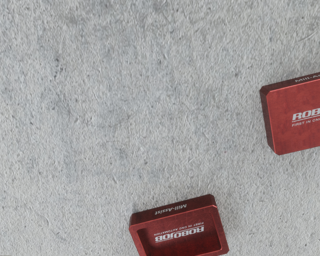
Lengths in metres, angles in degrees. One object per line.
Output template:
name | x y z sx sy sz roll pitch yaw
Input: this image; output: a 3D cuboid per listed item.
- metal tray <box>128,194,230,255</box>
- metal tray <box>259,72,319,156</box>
metal tray | 0.029 0.159 0.465 0.131 0.030 0.090 -16 110 5
metal tray | 0.204 -0.023 0.400 0.131 0.030 0.089 -14 110 5
